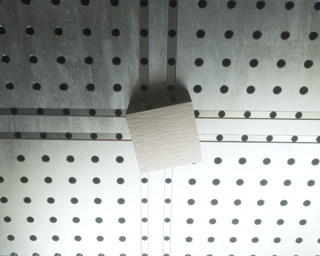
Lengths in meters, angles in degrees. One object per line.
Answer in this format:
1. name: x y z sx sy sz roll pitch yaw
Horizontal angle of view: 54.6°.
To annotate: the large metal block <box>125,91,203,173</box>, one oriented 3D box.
1. large metal block: 0.006 0.004 0.401 0.080 0.050 0.080 -11 110 4
